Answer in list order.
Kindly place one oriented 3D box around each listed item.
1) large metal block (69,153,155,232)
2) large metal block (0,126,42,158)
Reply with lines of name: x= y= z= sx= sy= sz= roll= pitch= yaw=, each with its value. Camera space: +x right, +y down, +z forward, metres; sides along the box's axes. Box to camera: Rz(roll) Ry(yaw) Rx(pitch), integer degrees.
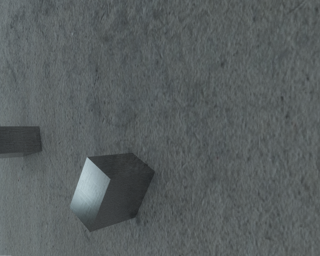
large metal block: x=-0.064 y=0.083 z=0.420 sx=0.050 sy=0.081 sz=0.079 roll=35 pitch=111 yaw=34
large metal block: x=-0.291 y=0.029 z=0.605 sx=0.080 sy=0.081 sz=0.050 roll=-15 pitch=81 yaw=39
